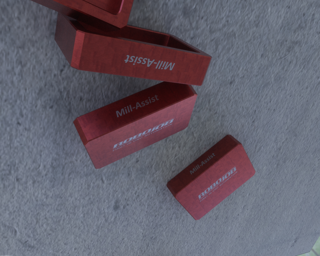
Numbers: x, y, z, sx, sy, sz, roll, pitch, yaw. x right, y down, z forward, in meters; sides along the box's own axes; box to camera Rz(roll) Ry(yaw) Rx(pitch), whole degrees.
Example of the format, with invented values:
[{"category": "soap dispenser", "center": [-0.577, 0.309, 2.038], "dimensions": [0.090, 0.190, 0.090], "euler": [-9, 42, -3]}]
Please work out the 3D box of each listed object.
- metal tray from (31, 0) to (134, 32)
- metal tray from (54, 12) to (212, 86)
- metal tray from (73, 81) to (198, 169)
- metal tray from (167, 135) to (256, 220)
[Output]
[{"category": "metal tray", "center": [-0.056, -0.156, 0.250], "dimensions": [0.091, 0.030, 0.129], "euler": [15, 91, -35]}, {"category": "metal tray", "center": [-0.027, -0.078, 0.302], "dimensions": [0.131, 0.090, 0.030], "euler": [3, 118, -30]}, {"category": "metal tray", "center": [-0.026, -0.005, 0.360], "dimensions": [0.131, 0.030, 0.090], "euler": [-25, 159, -14]}, {"category": "metal tray", "center": [0.086, 0.082, 0.504], "dimensions": [0.130, 0.030, 0.090], "euler": [-38, 130, -3]}]
